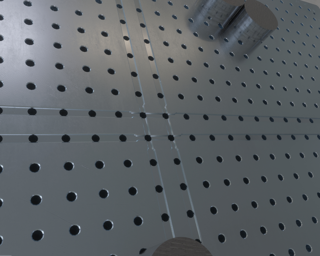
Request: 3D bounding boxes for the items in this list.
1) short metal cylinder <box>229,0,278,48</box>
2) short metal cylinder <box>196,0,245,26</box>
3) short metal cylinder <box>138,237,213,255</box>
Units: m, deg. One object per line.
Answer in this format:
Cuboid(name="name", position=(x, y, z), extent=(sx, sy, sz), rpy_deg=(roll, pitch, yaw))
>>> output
Cuboid(name="short metal cylinder", position=(0.186, -0.209, 0.619), extent=(0.081, 0.050, 0.080), rpy_deg=(14, 56, -21))
Cuboid(name="short metal cylinder", position=(0.117, -0.249, 0.607), extent=(0.081, 0.050, 0.080), rpy_deg=(13, 56, -21))
Cuboid(name="short metal cylinder", position=(0.013, 0.154, 0.305), extent=(0.081, 0.050, 0.080), rpy_deg=(14, 56, -21))
